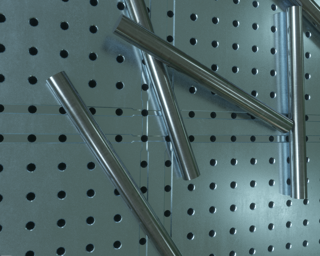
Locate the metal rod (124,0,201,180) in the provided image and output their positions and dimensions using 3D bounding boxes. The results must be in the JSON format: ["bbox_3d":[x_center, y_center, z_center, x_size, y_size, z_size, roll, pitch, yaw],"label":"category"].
[{"bbox_3d":[-0.003,-0.074,0.411,0.025,0.025,0.299,-21,97,-19],"label":"metal rod"}]

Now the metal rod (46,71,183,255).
[{"bbox_3d":[-0.049,0.065,0.394,0.025,0.025,0.299,-34,101,-17],"label":"metal rod"}]

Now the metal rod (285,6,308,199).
[{"bbox_3d":[0.216,-0.039,0.491,0.025,0.025,0.298,-2,91,-20],"label":"metal rod"}]

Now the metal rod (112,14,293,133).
[{"bbox_3d":[0.074,-0.062,0.422,0.301,0.025,0.025,26,82,-25],"label":"metal rod"}]

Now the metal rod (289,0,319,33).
[{"bbox_3d":[0.249,-0.186,0.503,0.301,0.025,0.025,36,79,-17],"label":"metal rod"}]
